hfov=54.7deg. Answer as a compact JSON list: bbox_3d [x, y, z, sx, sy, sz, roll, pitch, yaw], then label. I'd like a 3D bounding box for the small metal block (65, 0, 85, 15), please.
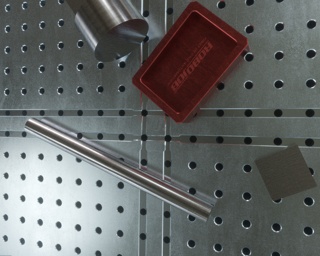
[{"bbox_3d":[-0.103,-0.185,0.448,0.050,0.025,0.050,-37,79,16],"label":"small metal block"}]

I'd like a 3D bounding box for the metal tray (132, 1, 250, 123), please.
[{"bbox_3d":[0.037,-0.081,0.396,0.090,0.030,0.130,43,103,14],"label":"metal tray"}]

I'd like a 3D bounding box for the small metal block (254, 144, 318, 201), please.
[{"bbox_3d":[0.145,0.051,0.361,0.050,0.025,0.050,-25,82,18],"label":"small metal block"}]

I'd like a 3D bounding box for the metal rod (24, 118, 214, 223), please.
[{"bbox_3d":[-0.069,0.052,0.435,0.301,0.025,0.025,23,98,18],"label":"metal rod"}]

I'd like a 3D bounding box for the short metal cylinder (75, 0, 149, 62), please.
[{"bbox_3d":[-0.062,-0.132,0.404,0.080,0.080,0.050,-37,79,16],"label":"short metal cylinder"}]
